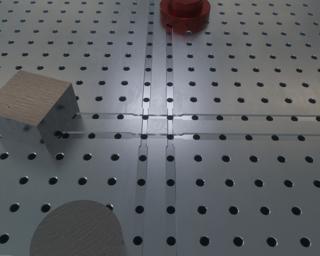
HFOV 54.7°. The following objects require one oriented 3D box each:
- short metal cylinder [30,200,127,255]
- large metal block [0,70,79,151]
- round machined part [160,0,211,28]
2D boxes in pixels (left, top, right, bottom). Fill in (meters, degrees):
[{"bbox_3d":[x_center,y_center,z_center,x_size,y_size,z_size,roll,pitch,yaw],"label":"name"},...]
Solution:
[{"bbox_3d":[-0.074,0.116,0.293,0.081,0.050,0.080,0,50,0],"label":"short metal cylinder"},{"bbox_3d":[-0.168,-0.025,0.411,0.080,0.050,0.080,15,52,12],"label":"large metal block"},{"bbox_3d":[0.048,-0.237,0.596,0.099,0.042,0.098,0,50,0],"label":"round machined part"}]
